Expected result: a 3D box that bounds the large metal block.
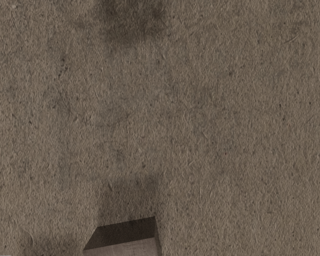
[{"bbox_3d":[-0.041,0.152,0.382,0.080,0.080,0.050,-10,90,0],"label":"large metal block"}]
